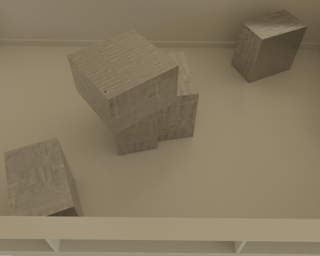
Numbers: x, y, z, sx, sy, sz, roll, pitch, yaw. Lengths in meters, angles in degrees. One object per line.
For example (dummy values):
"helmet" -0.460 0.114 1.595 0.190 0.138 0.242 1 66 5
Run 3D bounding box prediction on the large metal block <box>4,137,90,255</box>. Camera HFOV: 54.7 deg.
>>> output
"large metal block" -0.111 0.070 0.309 0.050 0.080 0.080 -17 52 -14

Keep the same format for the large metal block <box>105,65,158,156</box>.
"large metal block" -0.037 -0.024 0.389 0.050 0.080 0.080 -10 51 -9

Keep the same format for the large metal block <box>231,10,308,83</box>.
"large metal block" 0.165 -0.125 0.477 0.081 0.080 0.050 -20 53 -16

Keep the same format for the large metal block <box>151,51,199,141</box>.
"large metal block" 0.012 -0.040 0.404 0.050 0.080 0.080 -8 51 -7

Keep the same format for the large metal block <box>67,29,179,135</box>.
"large metal block" -0.038 -0.052 0.328 0.081 0.050 0.080 -30 57 -23
